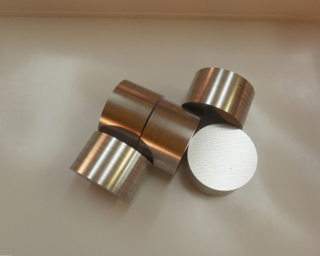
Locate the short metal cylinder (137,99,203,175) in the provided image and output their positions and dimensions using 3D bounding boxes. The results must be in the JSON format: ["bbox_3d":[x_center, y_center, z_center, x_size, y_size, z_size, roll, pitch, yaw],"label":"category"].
[{"bbox_3d":[0.012,0.011,0.375,0.050,0.080,0.080,25,72,8],"label":"short metal cylinder"}]

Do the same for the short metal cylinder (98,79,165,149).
[{"bbox_3d":[-0.034,-0.013,0.383,0.050,0.080,0.080,24,72,8],"label":"short metal cylinder"}]

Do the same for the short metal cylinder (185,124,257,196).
[{"bbox_3d":[0.072,0.040,0.380,0.081,0.050,0.080,0,70,0],"label":"short metal cylinder"}]

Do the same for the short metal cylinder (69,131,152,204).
[{"bbox_3d":[-0.056,0.047,0.361,0.080,0.080,0.050,28,72,9],"label":"short metal cylinder"}]

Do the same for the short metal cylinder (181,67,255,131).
[{"bbox_3d":[0.072,-0.032,0.391,0.080,0.080,0.050,22,72,7],"label":"short metal cylinder"}]
